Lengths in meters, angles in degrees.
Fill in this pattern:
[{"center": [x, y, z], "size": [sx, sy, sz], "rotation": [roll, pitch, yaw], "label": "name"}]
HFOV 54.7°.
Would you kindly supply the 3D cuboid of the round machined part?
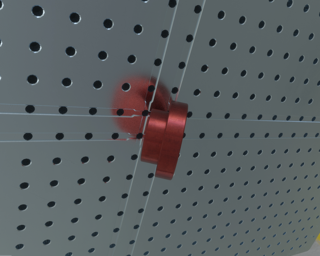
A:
[{"center": [0.003, 0.013, 0.387], "size": [0.042, 0.098, 0.097], "rotation": [13, 116, 1], "label": "round machined part"}]
